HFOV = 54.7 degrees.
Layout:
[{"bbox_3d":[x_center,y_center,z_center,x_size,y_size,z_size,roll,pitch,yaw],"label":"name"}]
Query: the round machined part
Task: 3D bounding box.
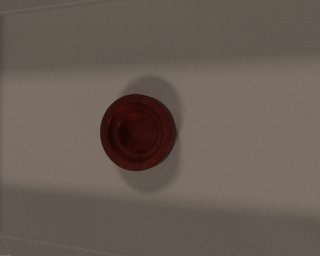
[{"bbox_3d":[-0.025,0.006,0.410,0.098,0.042,0.097,0,90,19],"label":"round machined part"}]
